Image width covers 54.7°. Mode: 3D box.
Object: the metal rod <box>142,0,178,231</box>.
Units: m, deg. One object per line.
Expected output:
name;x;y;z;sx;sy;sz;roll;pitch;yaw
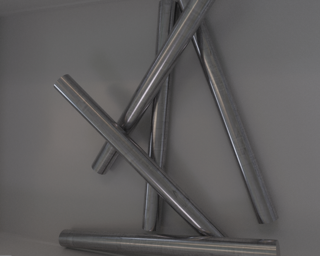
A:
metal rod;0.000;-0.015;0.410;0.025;0.025;0.298;5;92;20

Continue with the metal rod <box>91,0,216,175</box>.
metal rod;-0.009;-0.057;0.385;0.025;0.025;0.298;40;113;15

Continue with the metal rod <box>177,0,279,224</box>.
metal rod;0.080;-0.032;0.382;0.025;0.025;0.299;-21;83;19

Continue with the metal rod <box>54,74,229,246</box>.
metal rod;-0.019;0.047;0.387;0.300;0.025;0.025;45;104;2

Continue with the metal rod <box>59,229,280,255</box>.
metal rod;-0.009;0.147;0.392;0.300;0.025;0.025;-7;88;27
